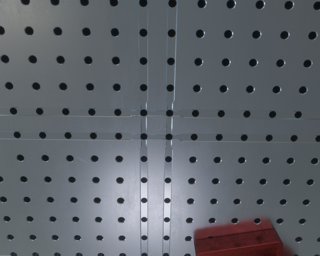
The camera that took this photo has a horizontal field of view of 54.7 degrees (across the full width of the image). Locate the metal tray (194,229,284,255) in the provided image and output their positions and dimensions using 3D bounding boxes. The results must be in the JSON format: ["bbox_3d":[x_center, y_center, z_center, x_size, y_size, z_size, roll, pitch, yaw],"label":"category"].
[{"bbox_3d":[0.126,0.214,0.490,0.131,0.030,0.089,-10,110,3],"label":"metal tray"}]
